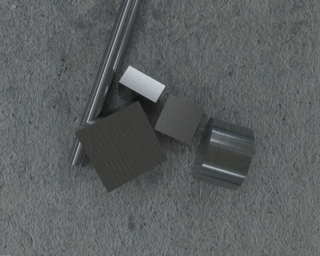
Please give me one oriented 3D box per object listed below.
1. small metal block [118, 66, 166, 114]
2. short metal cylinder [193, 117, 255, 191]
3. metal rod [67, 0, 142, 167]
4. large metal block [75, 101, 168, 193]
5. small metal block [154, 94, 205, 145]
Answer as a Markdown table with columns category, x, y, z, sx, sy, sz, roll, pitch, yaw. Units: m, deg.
| category | x | y | z | sx | sy | sz | roll | pitch | yaw |
| --- | --- | --- | --- | --- | --- | --- | --- | --- | --- |
| small metal block | -0.025 | -0.047 | 0.395 | 0.050 | 0.050 | 0.025 | 29 | 75 | -1 |
| short metal cylinder | 0.077 | 0.032 | 0.384 | 0.050 | 0.080 | 0.080 | 17 | 90 | 0 |
| metal rod | -0.062 | -0.094 | 0.409 | 0.025 | 0.025 | 0.298 | 19 | 90 | -1 |
| large metal block | -0.049 | 0.020 | 0.383 | 0.080 | 0.050 | 0.080 | -28 | 102 | -11 |
| small metal block | 0.025 | -0.011 | 0.410 | 0.050 | 0.025 | 0.050 | 24 | 90 | -1 |
